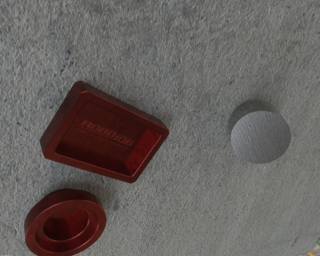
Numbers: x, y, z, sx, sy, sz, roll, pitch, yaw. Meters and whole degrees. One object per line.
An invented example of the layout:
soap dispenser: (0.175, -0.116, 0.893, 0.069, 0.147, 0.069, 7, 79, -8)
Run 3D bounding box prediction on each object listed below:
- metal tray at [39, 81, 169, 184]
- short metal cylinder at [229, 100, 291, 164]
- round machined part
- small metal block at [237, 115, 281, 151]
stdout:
metal tray: (-0.063, 0.011, 0.376, 0.131, 0.030, 0.090, 26, 104, -38)
short metal cylinder: (0.142, 0.005, 0.450, 0.080, 0.050, 0.079, 3, 112, 7)
round machined part: (-0.123, 0.118, 0.403, 0.099, 0.042, 0.097, -14, 125, -21)
small metal block: (0.161, 0.009, 0.503, 0.050, 0.025, 0.050, 3, 117, -31)
